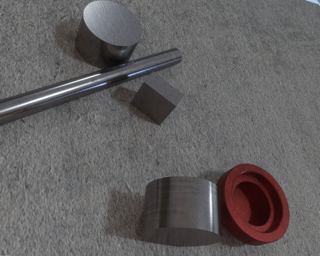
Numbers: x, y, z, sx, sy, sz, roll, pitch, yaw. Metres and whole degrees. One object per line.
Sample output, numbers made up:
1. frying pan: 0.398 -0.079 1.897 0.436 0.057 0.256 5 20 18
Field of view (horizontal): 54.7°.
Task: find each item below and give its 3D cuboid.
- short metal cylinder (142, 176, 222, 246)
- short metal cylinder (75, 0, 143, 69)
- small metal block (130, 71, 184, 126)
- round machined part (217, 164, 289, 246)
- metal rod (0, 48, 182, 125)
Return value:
1. short metal cylinder: 0.023 0.090 0.326 0.081 0.080 0.050 16 55 -19
2. short metal cylinder: -0.071 -0.127 0.427 0.081 0.050 0.080 14 56 -21
3. small metal block: -0.005 -0.038 0.408 0.050 0.050 0.025 37 51 -4
4. round machined part: 0.110 0.098 0.392 0.099 0.042 0.098 14 56 -21
5. metal rod: -0.083 -0.059 0.394 0.302 0.025 0.025 -27 77 -37
